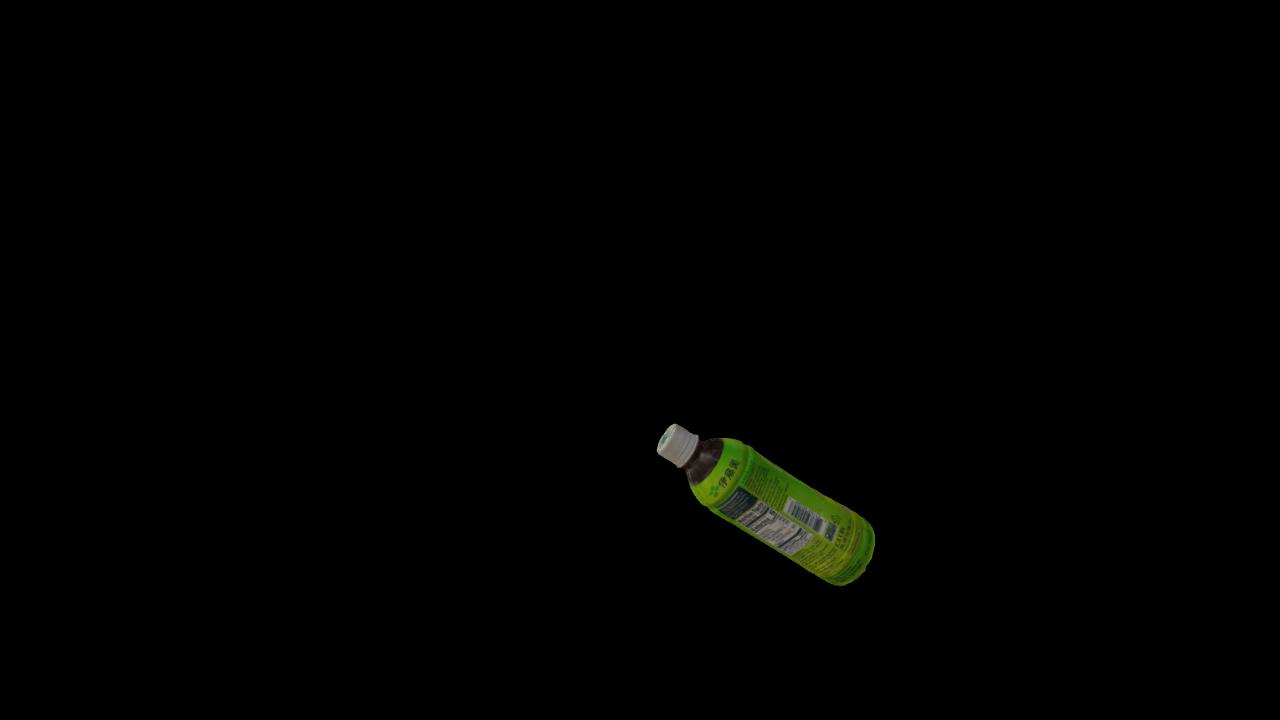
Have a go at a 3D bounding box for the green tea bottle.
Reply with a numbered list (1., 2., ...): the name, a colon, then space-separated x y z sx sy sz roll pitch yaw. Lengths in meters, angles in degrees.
1. green tea bottle: 0.110 0.124 0.553 0.212 0.073 0.073 34 -7 -11
